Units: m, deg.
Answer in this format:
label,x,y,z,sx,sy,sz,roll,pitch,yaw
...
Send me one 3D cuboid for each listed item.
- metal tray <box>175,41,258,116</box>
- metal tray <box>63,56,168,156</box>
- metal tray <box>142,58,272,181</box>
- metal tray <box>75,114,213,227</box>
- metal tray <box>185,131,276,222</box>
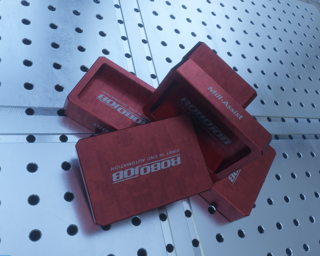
label,x,y,z,sx,sy,sz,roll,pitch,yaw
metal tray,0.061,-0.049,0.406,0.090,0.130,0.030,43,79,1
metal tray,-0.043,-0.025,0.398,0.130,0.030,0.090,31,51,-8
metal tray,0.049,-0.006,0.359,0.130,0.090,0.030,44,51,1
metal tray,-0.017,0.043,0.340,0.131,0.030,0.090,-14,79,-19
metal tray,0.101,0.050,0.429,0.090,0.030,0.131,42,51,0
